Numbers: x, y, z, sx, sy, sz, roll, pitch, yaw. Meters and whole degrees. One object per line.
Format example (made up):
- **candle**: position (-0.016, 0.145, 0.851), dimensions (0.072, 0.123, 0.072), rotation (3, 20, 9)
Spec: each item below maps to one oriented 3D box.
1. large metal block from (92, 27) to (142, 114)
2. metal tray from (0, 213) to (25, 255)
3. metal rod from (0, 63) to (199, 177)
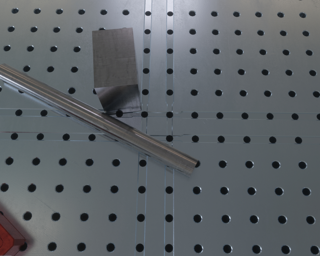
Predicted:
- **large metal block**: position (-0.055, -0.072, 0.409), dimensions (0.050, 0.080, 0.080), rotation (-6, 70, -2)
- **metal tray**: position (-0.238, 0.123, 0.362), dimensions (0.130, 0.030, 0.090), rotation (40, 75, 13)
- **metal rod**: position (-0.090, -0.014, 0.416), dimensions (0.301, 0.025, 0.025), rotation (26, 72, 9)
